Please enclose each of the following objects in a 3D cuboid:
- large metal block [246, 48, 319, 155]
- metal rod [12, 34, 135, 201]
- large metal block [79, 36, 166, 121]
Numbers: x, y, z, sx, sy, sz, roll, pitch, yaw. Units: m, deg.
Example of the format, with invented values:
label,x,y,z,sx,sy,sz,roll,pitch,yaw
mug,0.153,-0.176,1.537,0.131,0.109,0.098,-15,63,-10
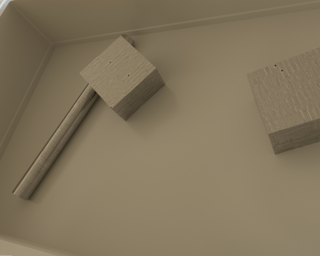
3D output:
label,x,y,z,sx,sy,sz,roll,pitch,yaw
large metal block,0.147,-0.028,0.329,0.080,0.050,0.080,-19,54,16
metal rod,-0.128,-0.026,0.486,0.025,0.025,0.300,20,72,35
large metal block,-0.053,-0.071,0.447,0.080,0.050,0.080,-43,66,-2
